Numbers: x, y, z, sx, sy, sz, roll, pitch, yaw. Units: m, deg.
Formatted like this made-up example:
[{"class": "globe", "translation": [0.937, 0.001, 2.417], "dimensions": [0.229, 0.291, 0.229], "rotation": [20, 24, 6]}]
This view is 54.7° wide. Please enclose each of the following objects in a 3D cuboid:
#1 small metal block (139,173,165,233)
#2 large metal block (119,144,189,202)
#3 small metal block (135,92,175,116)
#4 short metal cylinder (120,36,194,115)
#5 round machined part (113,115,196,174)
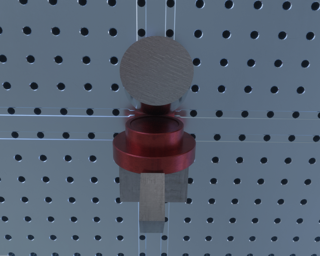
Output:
[{"class": "small metal block", "translation": [-0.008, 0.082, 0.333], "dimensions": [0.025, 0.050, 0.050], "rotation": [1, 148, -1]}, {"class": "large metal block", "translation": [-0.008, 0.052, 0.402], "dimensions": [0.081, 0.080, 0.050], "rotation": [1, 110, -1]}, {"class": "small metal block", "translation": [-0.007, -0.025, 0.403], "dimensions": [0.050, 0.025, 0.050], "rotation": [1, 110, -1]}, {"class": "short metal cylinder", "translation": [-0.004, -0.059, 0.360], "dimensions": [0.081, 0.050, 0.080], "rotation": [0, 80, -1]}, {"class": "round machined part", "translation": [-0.006, 0.014, 0.368], "dimensions": [0.099, 0.098, 0.042], "rotation": [1, 110, -1]}]
